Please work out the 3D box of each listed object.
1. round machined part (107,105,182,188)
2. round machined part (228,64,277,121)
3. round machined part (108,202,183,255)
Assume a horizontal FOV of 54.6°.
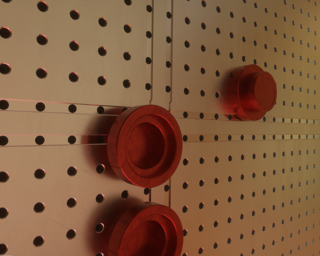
[{"bbox_3d":[-0.022,0.021,0.379,0.099,0.042,0.097,0,90,-40],"label":"round machined part"},{"bbox_3d":[0.165,-0.061,0.535,0.099,0.042,0.097,0,90,-40],"label":"round machined part"},{"bbox_3d":[-0.021,0.139,0.380,0.099,0.042,0.097,0,90,-40],"label":"round machined part"}]
